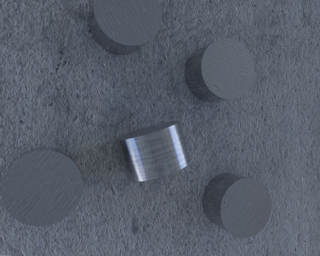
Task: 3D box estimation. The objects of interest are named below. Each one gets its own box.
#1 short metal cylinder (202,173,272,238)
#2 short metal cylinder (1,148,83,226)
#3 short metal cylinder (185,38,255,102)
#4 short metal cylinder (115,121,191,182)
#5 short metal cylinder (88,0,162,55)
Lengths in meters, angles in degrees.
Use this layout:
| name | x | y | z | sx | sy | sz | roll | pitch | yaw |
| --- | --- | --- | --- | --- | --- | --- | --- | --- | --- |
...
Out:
| name | x | y | z | sx | sy | sz | roll | pitch | yaw |
| --- | --- | --- | --- | --- | --- | --- | --- | --- | --- |
| short metal cylinder | 0.107 | 0.106 | 0.435 | 0.081 | 0.050 | 0.080 | 0 | 90 | -20 |
| short metal cylinder | -0.130 | 0.063 | 0.348 | 0.081 | 0.050 | 0.080 | 0 | 90 | -20 |
| short metal cylinder | 0.081 | -0.077 | 0.425 | 0.081 | 0.050 | 0.080 | 0 | 90 | -20 |
| short metal cylinder | -0.008 | 0.026 | 0.377 | 0.081 | 0.080 | 0.050 | -18 | 96 | -19 |
| short metal cylinder | -0.044 | -0.135 | 0.379 | 0.081 | 0.050 | 0.080 | 0 | 90 | -20 |
